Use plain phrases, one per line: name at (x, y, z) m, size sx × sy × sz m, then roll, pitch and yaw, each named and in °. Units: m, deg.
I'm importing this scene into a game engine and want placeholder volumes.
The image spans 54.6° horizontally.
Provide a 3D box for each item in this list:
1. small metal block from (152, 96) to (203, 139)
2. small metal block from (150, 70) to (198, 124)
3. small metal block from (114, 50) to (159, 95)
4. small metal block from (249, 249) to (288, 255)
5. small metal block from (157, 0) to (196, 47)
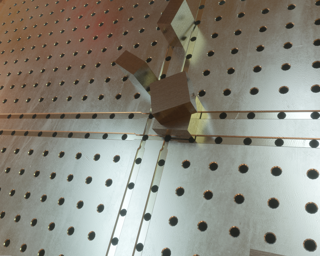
small metal block at (0.023, -0.014, 0.406) m, size 0.050 × 0.025 × 0.050 m, roll 3°, pitch 63°, yaw 29°
small metal block at (0.016, -0.038, 0.392) m, size 0.050 × 0.025 × 0.050 m, roll -18°, pitch 54°, yaw 18°
small metal block at (-0.033, -0.083, 0.461) m, size 0.025 × 0.050 × 0.050 m, roll -48°, pitch 51°, yaw -5°
small metal block at (0.103, 0.138, 0.270) m, size 0.050 × 0.025 × 0.050 m, roll 1°, pitch 62°, yaw 28°
small metal block at (0.027, -0.162, 0.478) m, size 0.025 × 0.050 × 0.050 m, roll 15°, pitch 70°, yaw 34°
